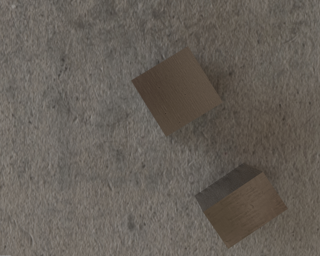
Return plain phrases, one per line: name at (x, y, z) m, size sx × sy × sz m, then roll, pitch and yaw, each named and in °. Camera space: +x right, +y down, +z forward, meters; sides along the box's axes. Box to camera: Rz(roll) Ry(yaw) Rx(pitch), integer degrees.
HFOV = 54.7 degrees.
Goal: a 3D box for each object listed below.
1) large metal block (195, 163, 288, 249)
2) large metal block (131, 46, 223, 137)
large metal block at (0.095, 0.091, 0.384) m, size 0.080 × 0.080 × 0.050 m, roll -34°, pitch 90°, yaw 0°
large metal block at (0.020, -0.044, 0.398) m, size 0.080 × 0.050 × 0.080 m, roll -32°, pitch 90°, yaw 0°
